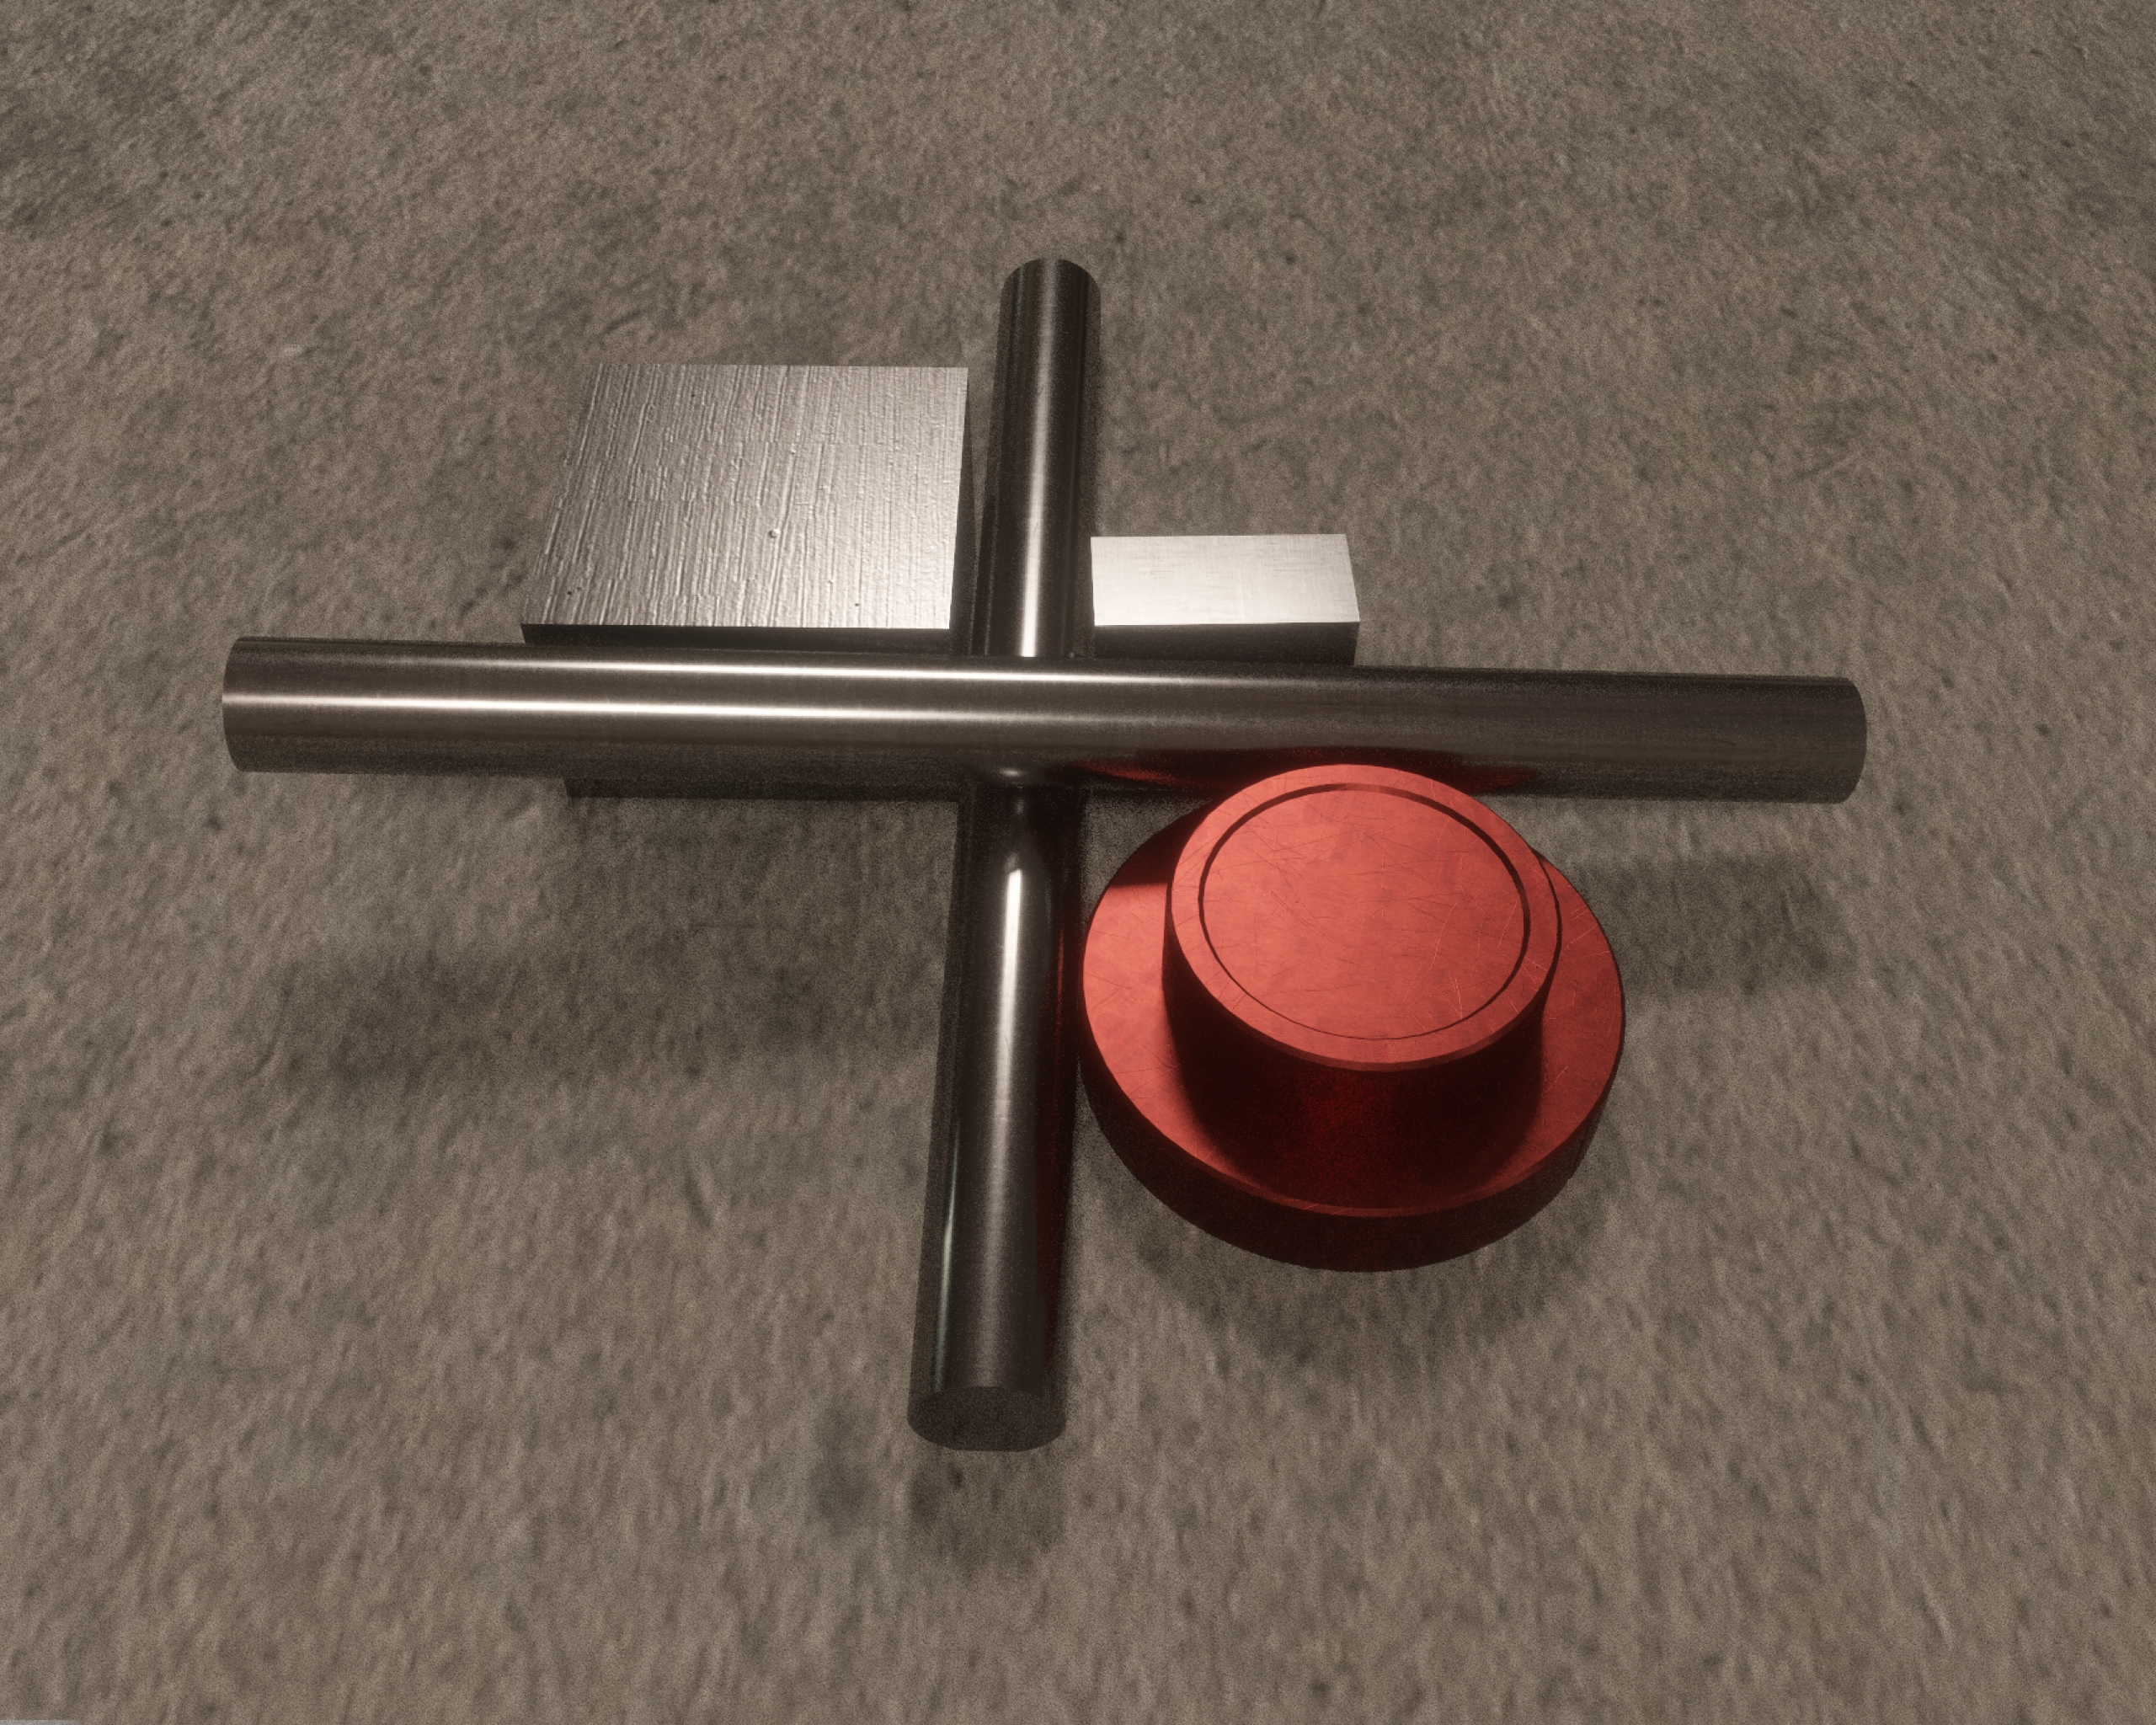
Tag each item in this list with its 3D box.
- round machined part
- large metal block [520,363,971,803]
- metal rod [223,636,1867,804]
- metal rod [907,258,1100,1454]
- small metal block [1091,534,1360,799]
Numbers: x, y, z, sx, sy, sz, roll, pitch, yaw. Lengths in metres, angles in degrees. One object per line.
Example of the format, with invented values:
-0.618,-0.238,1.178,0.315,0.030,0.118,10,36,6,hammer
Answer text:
0.049,0.021,0.376,0.099,0.042,0.098,0,50,0,round machined part
-0.064,-0.059,0.436,0.081,0.050,0.080,1,50,0,large metal block
-0.002,-0.026,0.394,0.302,0.025,0.025,1,50,-5,metal rod
-0.011,-0.026,0.427,0.025,0.025,0.300,1,50,1,metal rod
0.028,-0.039,0.422,0.050,0.050,0.025,-1,50,-1,small metal block
